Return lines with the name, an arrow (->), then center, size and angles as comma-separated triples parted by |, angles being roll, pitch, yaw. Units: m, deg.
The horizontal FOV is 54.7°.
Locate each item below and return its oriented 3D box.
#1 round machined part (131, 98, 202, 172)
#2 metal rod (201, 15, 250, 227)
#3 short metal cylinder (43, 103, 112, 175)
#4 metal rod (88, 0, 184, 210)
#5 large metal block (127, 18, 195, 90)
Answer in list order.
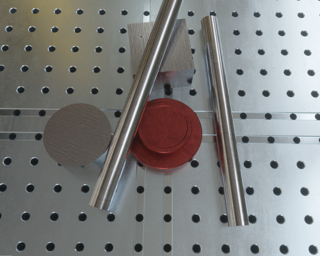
round machined part -> 0.006, 0.005, 0.401 | 0.099, 0.042, 0.098 | 0, 70, -1
metal rod -> 0.084, -0.023, 0.421 | 0.025, 0.025, 0.299 | -3, 70, -2
short metal cylinder -> -0.098, 0.015, 0.392 | 0.081, 0.050, 0.080 | 0, 70, 0
metal rod -> -0.023, -0.049, 0.381 | 0.025, 0.025, 0.299 | 18, 81, 6
large metal block -> 0.000, -0.101, 0.436 | 0.081, 0.050, 0.080 | -7, 70, -3
